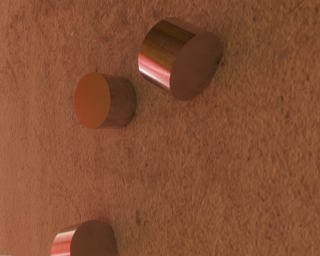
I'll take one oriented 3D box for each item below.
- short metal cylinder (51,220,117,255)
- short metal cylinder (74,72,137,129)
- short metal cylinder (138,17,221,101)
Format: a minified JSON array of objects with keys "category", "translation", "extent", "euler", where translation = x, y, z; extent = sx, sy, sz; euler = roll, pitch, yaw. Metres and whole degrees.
[{"category":"short metal cylinder","translation":[-0.112,0.181,0.459],"extent":[0.050,0.081,0.080],"euler":[-25,74,37]},{"category":"short metal cylinder","translation":[-0.080,-0.038,0.452],"extent":[0.080,0.050,0.079],"euler":[0,90,39]},{"category":"short metal cylinder","translation":[0.023,-0.077,0.349],"extent":[0.050,0.081,0.079],"euler":[37,113,33]}]
